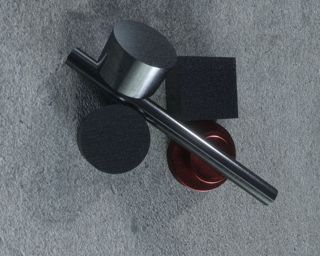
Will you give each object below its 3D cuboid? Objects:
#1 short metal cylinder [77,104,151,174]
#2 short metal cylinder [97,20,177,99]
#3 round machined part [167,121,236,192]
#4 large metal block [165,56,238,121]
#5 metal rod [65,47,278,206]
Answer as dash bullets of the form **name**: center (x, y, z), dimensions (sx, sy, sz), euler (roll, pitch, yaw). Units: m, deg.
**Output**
- **short metal cylinder**: center (-0.058, 0.013, 0.377), dimensions (0.081, 0.050, 0.080), euler (0, 90, -20)
- **short metal cylinder**: center (-0.027, -0.081, 0.367), dimensions (0.080, 0.050, 0.080), euler (21, 43, -21)
- **round machined part**: center (0.063, 0.038, 0.424), dimensions (0.099, 0.042, 0.097), euler (0, 90, -20)
- **large metal block**: center (0.055, -0.051, 0.415), dimensions (0.081, 0.050, 0.079), euler (-3, 91, -20)
- **metal rod**: center (0.017, 0.000, 0.381), dimensions (0.301, 0.025, 0.025), euler (35, 78, -3)
